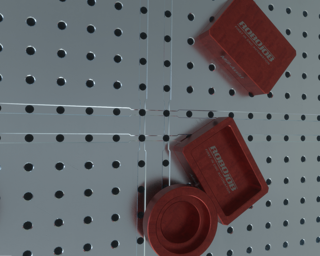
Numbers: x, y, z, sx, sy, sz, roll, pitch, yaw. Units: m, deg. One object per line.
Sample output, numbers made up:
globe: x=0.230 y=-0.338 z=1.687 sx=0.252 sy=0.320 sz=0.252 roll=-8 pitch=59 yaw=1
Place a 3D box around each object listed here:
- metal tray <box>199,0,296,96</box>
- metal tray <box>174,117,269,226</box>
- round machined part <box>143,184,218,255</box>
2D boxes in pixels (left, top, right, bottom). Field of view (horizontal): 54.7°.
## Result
metal tray: x=0.133 y=-0.123 z=0.461 sx=0.130 sy=0.030 sz=0.090 roll=42 pitch=77 yaw=-16
metal tray: x=0.090 y=0.060 z=0.444 sx=0.090 sy=0.030 sz=0.130 roll=-33 pitch=101 yaw=-17
round machined part: x=0.024 y=0.123 z=0.414 sx=0.099 sy=0.042 sz=0.097 roll=0 pitch=90 yaw=-20
